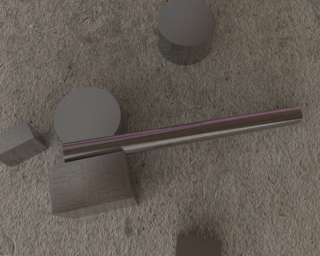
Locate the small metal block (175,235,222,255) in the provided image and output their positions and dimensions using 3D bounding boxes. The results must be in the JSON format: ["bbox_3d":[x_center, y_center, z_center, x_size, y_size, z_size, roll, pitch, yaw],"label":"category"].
[{"bbox_3d":[0.042,0.152,0.353,0.050,0.025,0.050,6,70,2],"label":"small metal block"}]

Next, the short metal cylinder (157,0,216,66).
[{"bbox_3d":[0.036,-0.137,0.446,0.081,0.050,0.080,0,70,0],"label":"short metal cylinder"}]

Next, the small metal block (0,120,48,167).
[{"bbox_3d":[-0.176,0.021,0.385,0.050,0.050,0.025,-28,73,-10],"label":"small metal block"}]

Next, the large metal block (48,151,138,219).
[{"bbox_3d":[-0.072,0.068,0.353,0.081,0.080,0.050,-12,71,-5],"label":"large metal block"}]

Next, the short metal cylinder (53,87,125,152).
[{"bbox_3d":[-0.088,-0.005,0.396,0.081,0.050,0.080,0,70,0],"label":"short metal cylinder"}]

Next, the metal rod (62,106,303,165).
[{"bbox_3d":[0.039,0.006,0.377,0.302,0.025,0.025,-9,70,-15],"label":"metal rod"}]
